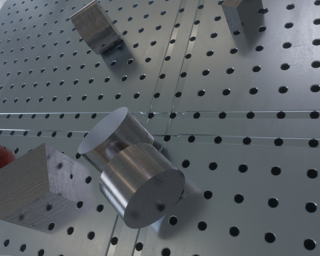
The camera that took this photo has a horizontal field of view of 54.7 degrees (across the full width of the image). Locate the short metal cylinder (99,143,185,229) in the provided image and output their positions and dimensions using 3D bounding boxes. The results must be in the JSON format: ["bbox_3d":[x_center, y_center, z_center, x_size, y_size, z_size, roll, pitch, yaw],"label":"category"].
[{"bbox_3d":[-0.019,0.063,0.344,0.080,0.080,0.050,-46,52,-4],"label":"short metal cylinder"}]

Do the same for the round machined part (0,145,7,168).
[{"bbox_3d":[-0.313,0.064,0.523,0.098,0.042,0.098,-13,56,21],"label":"round machined part"}]

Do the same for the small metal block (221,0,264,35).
[{"bbox_3d":[0.117,-0.170,0.435,0.025,0.050,0.050,30,78,37],"label":"small metal block"}]

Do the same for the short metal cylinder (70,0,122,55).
[{"bbox_3d":[-0.109,-0.174,0.537,0.050,0.080,0.080,-32,52,7],"label":"short metal cylinder"}]

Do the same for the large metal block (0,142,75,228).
[{"bbox_3d":[-0.173,0.080,0.434,0.080,0.050,0.080,-30,52,9],"label":"large metal block"}]

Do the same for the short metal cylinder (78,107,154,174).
[{"bbox_3d":[-0.055,0.019,0.389,0.080,0.050,0.080,-34,23,17],"label":"short metal cylinder"}]
